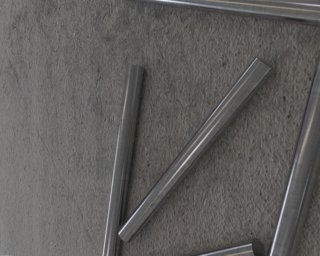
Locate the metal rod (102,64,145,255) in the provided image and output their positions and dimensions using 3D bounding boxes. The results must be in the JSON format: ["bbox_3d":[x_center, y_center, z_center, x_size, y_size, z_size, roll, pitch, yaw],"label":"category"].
[{"bbox_3d":[-0.055,0.059,0.450,0.025,0.025,0.298,14,99,39],"label":"metal rod"}]

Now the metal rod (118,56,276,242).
[{"bbox_3d":[0.030,0.043,0.380,0.025,0.025,0.298,50,119,28],"label":"metal rod"}]

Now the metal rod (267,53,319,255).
[{"bbox_3d":[0.128,0.080,0.299,0.025,0.025,0.298,18,101,38],"label":"metal rod"}]

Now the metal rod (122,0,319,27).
[{"bbox_3d":[0.055,-0.148,0.359,0.300,0.025,0.025,25,106,37],"label":"metal rod"}]

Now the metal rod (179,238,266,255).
[{"bbox_3d":[-0.003,0.189,0.407,0.299,0.025,0.025,-31,71,35],"label":"metal rod"}]
